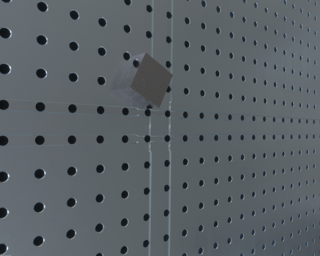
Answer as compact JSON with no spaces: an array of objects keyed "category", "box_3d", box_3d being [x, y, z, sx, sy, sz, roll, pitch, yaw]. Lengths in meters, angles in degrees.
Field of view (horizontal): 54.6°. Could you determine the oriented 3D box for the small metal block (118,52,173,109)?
[{"category":"small metal block","box_3d":[-0.017,-0.059,0.394,0.050,0.025,0.050,34,69,-35]}]
